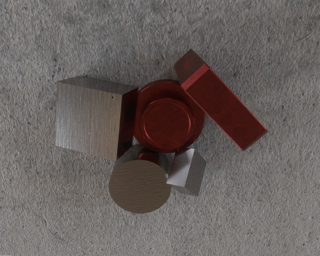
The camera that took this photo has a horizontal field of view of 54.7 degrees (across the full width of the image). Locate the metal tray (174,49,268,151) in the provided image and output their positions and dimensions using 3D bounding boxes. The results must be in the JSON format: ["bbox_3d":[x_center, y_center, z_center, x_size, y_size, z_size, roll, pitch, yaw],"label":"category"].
[{"bbox_3d":[0.060,-0.038,0.341,0.030,0.130,0.090,-43,105,14],"label":"metal tray"}]

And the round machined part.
[{"bbox_3d":[0.009,-0.011,0.399,0.099,0.042,0.097,0,110,-1],"label":"round machined part"}]

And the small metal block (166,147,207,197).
[{"bbox_3d":[0.037,0.058,0.408,0.025,0.050,0.050,6,158,30],"label":"small metal block"}]

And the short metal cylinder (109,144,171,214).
[{"bbox_3d":[-0.026,0.068,0.423,0.081,0.050,0.079,0,110,-1],"label":"short metal cylinder"}]

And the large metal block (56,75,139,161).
[{"bbox_3d":[-0.077,-0.014,0.378,0.080,0.050,0.079,13,111,13],"label":"large metal block"}]
